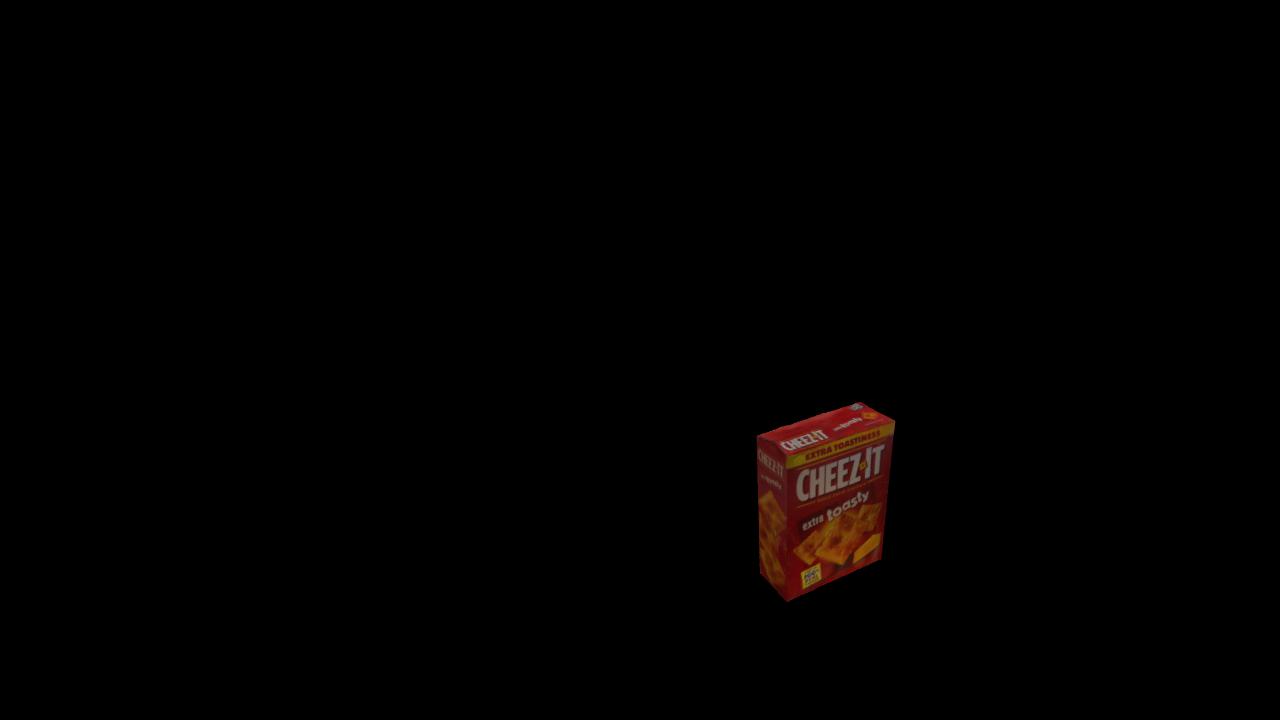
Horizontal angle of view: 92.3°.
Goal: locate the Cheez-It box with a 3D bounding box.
[{"bbox_3d":[0.238,0.181,0.797,0.166,0.223,0.071,-14,24,-21],"label":"Cheez-It box"}]
